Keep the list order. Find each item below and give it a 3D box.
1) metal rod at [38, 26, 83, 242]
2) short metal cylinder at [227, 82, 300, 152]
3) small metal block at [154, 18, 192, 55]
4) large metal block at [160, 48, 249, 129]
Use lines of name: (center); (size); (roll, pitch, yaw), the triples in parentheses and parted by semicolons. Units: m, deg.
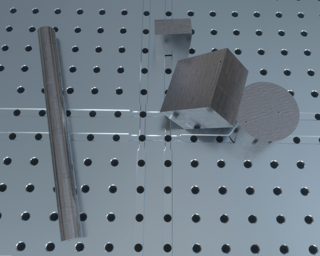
metal rod: (-0.136, -0.007, 0.412); (0.025, 0.025, 0.299); (-12, 71, -5)
short metal cylinder: (0.131, -0.013, 0.405); (0.081, 0.050, 0.080); (0, 70, 0)
small metal block: (0.018, -0.130, 0.446); (0.050, 0.050, 0.025); (-3, 70, -1)
large metal block: (0.056, -0.046, 0.394); (0.080, 0.050, 0.080); (-3, 61, 47)
